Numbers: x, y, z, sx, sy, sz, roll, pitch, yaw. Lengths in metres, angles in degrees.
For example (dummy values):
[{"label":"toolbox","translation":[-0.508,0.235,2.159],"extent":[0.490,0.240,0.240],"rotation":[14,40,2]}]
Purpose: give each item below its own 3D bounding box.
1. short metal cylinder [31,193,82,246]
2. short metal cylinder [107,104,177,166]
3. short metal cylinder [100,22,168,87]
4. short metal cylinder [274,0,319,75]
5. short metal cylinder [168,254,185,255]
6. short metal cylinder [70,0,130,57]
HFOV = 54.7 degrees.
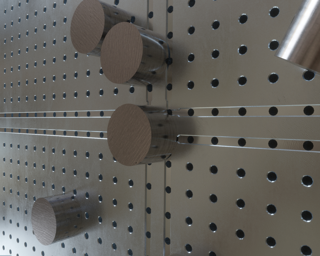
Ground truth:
[{"label":"short metal cylinder","translation":[-0.182,0.158,0.543],"extent":[0.080,0.050,0.079],"rotation":[0,90,40]},{"label":"short metal cylinder","translation":[-0.025,0.009,0.414],"extent":[0.080,0.050,0.079],"rotation":[0,90,40]},{"label":"short metal cylinder","translation":[-0.036,-0.098,0.423],"extent":[0.080,0.050,0.079],"rotation":[0,90,40]},{"label":"short metal cylinder","translation":[0.144,-0.068,0.255],"extent":[0.080,0.081,0.050],"rotation":[36,112,34]},{"label":"short metal cylinder","translation":[0.013,0.205,0.383],"extent":[0.080,0.050,0.079],"rotation":[0,90,40]},{"label":"short metal cylinder","translation":[-0.090,-0.148,0.468],"extent":[0.080,0.050,0.079],"rotation":[0,90,40]}]
